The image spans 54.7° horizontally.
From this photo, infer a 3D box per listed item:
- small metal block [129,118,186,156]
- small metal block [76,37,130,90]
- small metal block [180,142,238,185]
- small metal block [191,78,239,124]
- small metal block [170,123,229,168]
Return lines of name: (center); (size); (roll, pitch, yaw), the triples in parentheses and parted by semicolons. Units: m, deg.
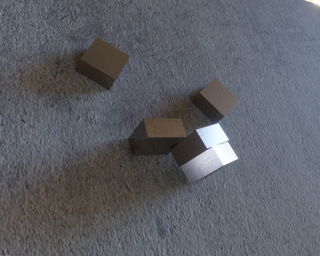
small metal block: (-0.004, 0.012, 0.378); (0.050, 0.050, 0.025); (1, 61, -28)
small metal block: (-0.076, -0.087, 0.415); (0.050, 0.025, 0.050); (30, 52, -9)
small metal block: (0.062, 0.043, 0.384); (0.050, 0.050, 0.025); (-7, 64, -57)
small metal block: (0.084, -0.042, 0.474); (0.050, 0.025, 0.050); (45, 51, 2)
small metal block: (0.049, 0.021, 0.387); (0.050, 0.050, 0.025); (-14, 69, -48)
